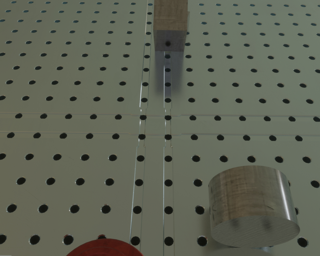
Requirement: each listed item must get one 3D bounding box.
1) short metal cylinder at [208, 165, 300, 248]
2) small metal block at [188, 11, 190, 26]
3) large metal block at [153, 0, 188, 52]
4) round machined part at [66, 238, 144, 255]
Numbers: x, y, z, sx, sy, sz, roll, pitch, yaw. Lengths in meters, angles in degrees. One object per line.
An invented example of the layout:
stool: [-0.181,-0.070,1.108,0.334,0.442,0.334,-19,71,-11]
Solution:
short metal cylinder: [0.090,0.080,0.306,0.081,0.080,0.050,2,50,1]
small metal block: [0.024,-0.195,0.572,0.050,0.025,0.050,13,51,10]
large metal block: [0.017,-0.178,0.502,0.050,0.080,0.080,2,81,1]
round machined part: [-0.052,0.146,0.273,0.099,0.042,0.098,0,50,0]
